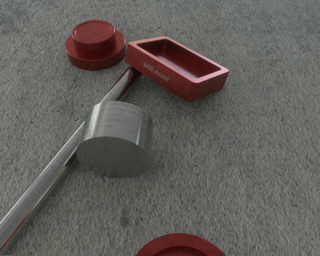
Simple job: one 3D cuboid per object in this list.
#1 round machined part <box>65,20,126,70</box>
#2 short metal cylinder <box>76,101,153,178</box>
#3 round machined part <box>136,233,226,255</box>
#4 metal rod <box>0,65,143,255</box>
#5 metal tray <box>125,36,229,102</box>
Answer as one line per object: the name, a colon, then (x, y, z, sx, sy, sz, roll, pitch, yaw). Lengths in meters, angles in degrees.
round machined part: (-0.107, -0.142, 0.510, 0.099, 0.042, 0.098, 0, 50, 0)
short metal cylinder: (-0.050, 0.015, 0.354, 0.080, 0.080, 0.050, 3, 50, 2)
round machined part: (0.018, 0.147, 0.269, 0.099, 0.042, 0.098, 0, 50, 0)
metal rod: (-0.100, 0.015, 0.389, 0.025, 0.025, 0.301, 20, 53, 15)
metal tray: (0.024, -0.092, 0.459, 0.130, 0.030, 0.091, 36, 40, 26)
